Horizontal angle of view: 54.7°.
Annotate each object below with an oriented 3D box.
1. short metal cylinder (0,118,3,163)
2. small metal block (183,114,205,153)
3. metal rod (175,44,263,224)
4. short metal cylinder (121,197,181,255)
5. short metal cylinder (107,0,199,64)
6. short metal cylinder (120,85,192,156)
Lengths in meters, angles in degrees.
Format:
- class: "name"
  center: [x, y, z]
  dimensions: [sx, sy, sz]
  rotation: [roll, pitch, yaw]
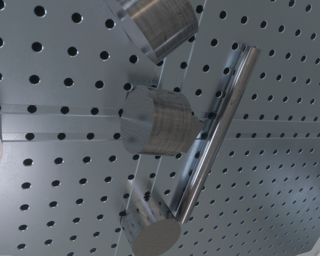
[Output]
- class: "short metal cylinder"
  center: [-0.195, 0.010, 0.295]
  dimensions: [0.081, 0.050, 0.079]
  rotation: [-14, 124, -21]
- class: "small metal block"
  center: [0.026, 0.002, 0.427]
  dimensions: [0.050, 0.025, 0.050]
  rotation: [19, 108, -36]
- class: "metal rod"
  center: [0.080, 0.023, 0.469]
  dimensions: [0.025, 0.025, 0.298]
  rotation: [5, 116, -31]
- class: "short metal cylinder"
  center: [-0.014, 0.155, 0.484]
  dimensions: [0.081, 0.050, 0.079]
  rotation: [-14, 124, -21]
- class: "short metal cylinder"
  center: [-0.008, -0.110, 0.303]
  dimensions: [0.050, 0.080, 0.080]
  rotation: [-39, 130, -2]
- class: "short metal cylinder"
  center: [-0.007, -0.007, 0.368]
  dimensions: [0.050, 0.080, 0.079]
  rotation: [7, 115, -32]
